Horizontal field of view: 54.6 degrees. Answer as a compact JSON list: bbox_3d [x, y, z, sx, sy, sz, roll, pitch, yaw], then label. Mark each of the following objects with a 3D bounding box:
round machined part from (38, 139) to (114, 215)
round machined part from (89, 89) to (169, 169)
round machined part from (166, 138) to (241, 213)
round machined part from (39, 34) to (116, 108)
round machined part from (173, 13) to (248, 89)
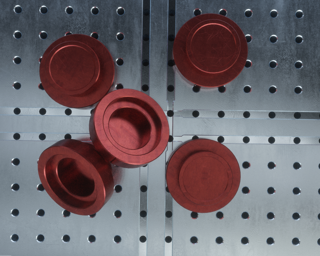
[{"bbox_3d":[-0.100,0.057,0.390,0.098,0.042,0.097,10,117,21],"label":"round machined part"},{"bbox_3d":[-0.041,0.003,0.389,0.099,0.042,0.098,11,65,-25],"label":"round machined part"},{"bbox_3d":[0.057,0.063,0.405,0.099,0.042,0.097,0,90,0],"label":"round machined part"},{"bbox_3d":[-0.109,-0.075,0.404,0.099,0.042,0.097,0,90,0],"label":"round machined part"},{"bbox_3d":[0.066,-0.102,0.405,0.099,0.042,0.097,0,90,0],"label":"round machined part"}]
